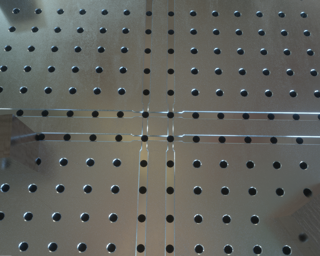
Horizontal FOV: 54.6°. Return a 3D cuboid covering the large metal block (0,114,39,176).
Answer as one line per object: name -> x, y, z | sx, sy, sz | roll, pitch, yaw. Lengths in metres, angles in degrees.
large metal block -> -0.202, 0.025, 0.373 | 0.080, 0.080, 0.050 | -5, 70, -2

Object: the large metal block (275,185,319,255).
large metal block -> 0.199, 0.114, 0.358 | 0.080, 0.050, 0.080 | -32, 73, -11
